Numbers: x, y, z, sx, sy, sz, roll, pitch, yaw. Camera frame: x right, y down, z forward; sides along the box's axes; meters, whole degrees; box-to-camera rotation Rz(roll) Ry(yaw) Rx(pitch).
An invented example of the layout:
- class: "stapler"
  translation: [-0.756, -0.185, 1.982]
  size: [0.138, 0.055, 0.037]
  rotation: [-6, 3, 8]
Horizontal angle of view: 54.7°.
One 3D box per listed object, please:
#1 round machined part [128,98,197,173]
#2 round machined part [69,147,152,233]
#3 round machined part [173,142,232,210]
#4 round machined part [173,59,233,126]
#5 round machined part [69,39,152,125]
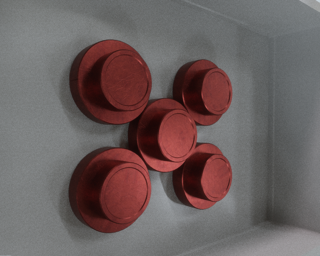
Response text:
- class: "round machined part"
  translation: [0.011, 0.010, 0.404]
  size: [0.099, 0.042, 0.097]
  rotation: [0, 90, -40]
- class: "round machined part"
  translation: [-0.049, 0.071, 0.355]
  size: [0.099, 0.042, 0.097]
  rotation: [0, 90, -40]
- class: "round machined part"
  translation: [0.069, 0.071, 0.454]
  size: [0.099, 0.042, 0.097]
  rotation: [0, 90, -40]
- class: "round machined part"
  translation: [0.069, -0.052, 0.454]
  size: [0.099, 0.042, 0.097]
  rotation: [0, 90, -40]
- class: "round machined part"
  translation: [-0.048, -0.052, 0.355]
  size: [0.099, 0.042, 0.097]
  rotation: [0, 90, -40]
